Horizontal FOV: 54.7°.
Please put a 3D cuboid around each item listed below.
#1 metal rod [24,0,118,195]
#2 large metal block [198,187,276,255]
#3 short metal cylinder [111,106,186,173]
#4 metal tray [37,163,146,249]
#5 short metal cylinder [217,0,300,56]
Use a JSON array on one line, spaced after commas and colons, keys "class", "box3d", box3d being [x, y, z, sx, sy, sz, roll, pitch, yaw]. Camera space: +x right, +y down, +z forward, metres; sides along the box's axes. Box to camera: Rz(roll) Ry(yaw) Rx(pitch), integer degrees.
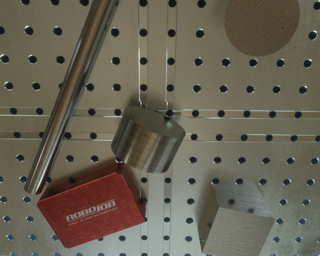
[{"class": "metal rod", "box3d": [-0.118, -0.039, 0.397, 0.025, 0.025, 0.298, 24, 108, -9]}, {"class": "large metal block", "box3d": [0.108, 0.142, 0.453, 0.080, 0.050, 0.079, 13, 110, -5]}, {"class": "short metal cylinder", "box3d": [-0.015, 0.013, 0.389, 0.080, 0.080, 0.050, 21, 109, -8]}, {"class": "metal tray", "box3d": [-0.097, 0.115, 0.452, 0.130, 0.030, 0.090, -21, 109, 7]}, {"class": "short metal cylinder", "box3d": [0.109, -0.125, 0.354, 0.081, 0.050, 0.079, 0, 110, 0]}]
